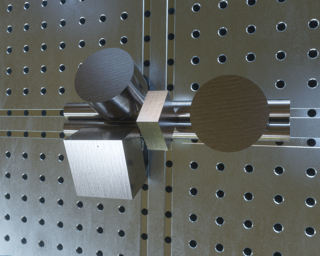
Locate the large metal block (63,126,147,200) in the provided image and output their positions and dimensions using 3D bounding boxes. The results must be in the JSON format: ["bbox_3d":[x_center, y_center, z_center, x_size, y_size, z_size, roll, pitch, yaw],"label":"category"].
[{"bbox_3d":[-0.069,0.043,0.405,0.080,0.050,0.079,-1,110,20],"label":"large metal block"}]

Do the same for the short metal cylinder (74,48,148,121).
[{"bbox_3d":[-0.062,-0.056,0.402,0.080,0.050,0.080,-7,64,16],"label":"short metal cylinder"}]

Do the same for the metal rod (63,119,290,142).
[{"bbox_3d":[0.007,0.002,0.406,0.301,0.025,0.025,1,90,19],"label":"metal rod"}]

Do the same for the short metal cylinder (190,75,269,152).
[{"bbox_3d":[0.078,-0.015,0.341,0.080,0.050,0.079,0,90,20],"label":"short metal cylinder"}]

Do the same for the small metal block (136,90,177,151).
[{"bbox_3d":[-0.002,-0.009,0.366,0.025,0.050,0.050,1,48,20],"label":"small metal block"}]

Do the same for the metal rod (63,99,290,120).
[{"bbox_3d":[0.007,-0.023,0.406,0.301,0.025,0.025,1,90,19],"label":"metal rod"}]
